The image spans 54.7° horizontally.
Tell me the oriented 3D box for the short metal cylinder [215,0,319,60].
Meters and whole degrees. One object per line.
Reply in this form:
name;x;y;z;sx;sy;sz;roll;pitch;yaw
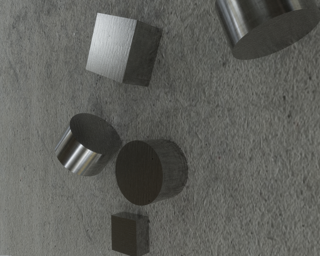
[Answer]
short metal cylinder;0.098;-0.106;0.288;0.080;0.081;0.050;-27;73;37

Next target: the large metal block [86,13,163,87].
large metal block;-0.051;-0.108;0.431;0.080;0.050;0.079;25;106;37

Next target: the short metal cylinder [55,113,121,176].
short metal cylinder;-0.106;0.024;0.456;0.050;0.081;0.080;-50;61;28

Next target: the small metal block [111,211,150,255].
small metal block;-0.043;0.150;0.440;0.050;0.025;0.050;-2;89;40

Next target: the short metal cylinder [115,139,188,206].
short metal cylinder;-0.011;0.055;0.398;0.080;0.050;0.079;0;90;40
